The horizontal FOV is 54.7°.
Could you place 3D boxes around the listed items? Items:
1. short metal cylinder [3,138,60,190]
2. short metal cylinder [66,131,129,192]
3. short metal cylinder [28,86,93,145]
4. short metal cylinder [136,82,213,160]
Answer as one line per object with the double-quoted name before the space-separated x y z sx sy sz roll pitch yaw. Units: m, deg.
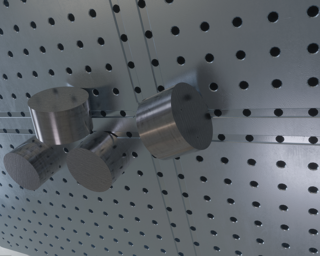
"short metal cylinder" -0.230 0.064 0.556 0.080 0.050 0.079 13 124 21
"short metal cylinder" -0.095 0.051 0.477 0.080 0.050 0.079 13 124 21
"short metal cylinder" -0.138 -0.020 0.436 0.080 0.080 0.050 13 124 21
"short metal cylinder" 0.019 -0.007 0.362 0.050 0.080 0.080 -21 107 36
